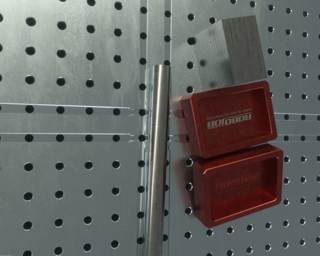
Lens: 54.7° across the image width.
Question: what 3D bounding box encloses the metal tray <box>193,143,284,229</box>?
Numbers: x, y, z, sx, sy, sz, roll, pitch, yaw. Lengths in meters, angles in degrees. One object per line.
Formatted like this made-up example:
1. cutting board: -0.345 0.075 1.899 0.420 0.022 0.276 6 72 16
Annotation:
1. metal tray: 0.113 0.080 0.441 0.131 0.030 0.089 -12 109 -20

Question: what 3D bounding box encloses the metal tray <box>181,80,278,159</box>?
1. metal tray: 0.103 -0.014 0.449 0.131 0.030 0.089 -13 95 -20

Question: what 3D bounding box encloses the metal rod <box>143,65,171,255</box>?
1. metal rod: -0.005 0.067 0.412 0.025 0.025 0.298 3 89 -20

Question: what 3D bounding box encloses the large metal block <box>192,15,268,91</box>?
1. large metal block: 0.091 -0.097 0.418 0.050 0.080 0.080 -14 95 -20
